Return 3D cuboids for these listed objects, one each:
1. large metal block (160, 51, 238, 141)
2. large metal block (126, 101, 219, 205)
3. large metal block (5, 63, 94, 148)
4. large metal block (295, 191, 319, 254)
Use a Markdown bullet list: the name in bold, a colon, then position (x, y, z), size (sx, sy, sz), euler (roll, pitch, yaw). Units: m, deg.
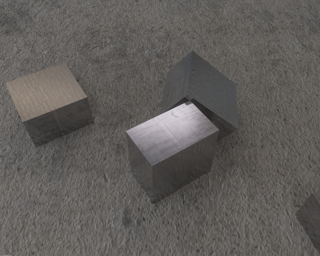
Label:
- **large metal block**: position (0.051, -0.036, 0.393), size (0.080, 0.050, 0.080), euler (31, 45, -24)
- **large metal block**: position (0.013, 0.028, 0.344), size (0.081, 0.080, 0.050), euler (-27, 55, -20)
- **large metal block**: position (-0.146, -0.033, 0.413), size (0.081, 0.050, 0.080), euler (-25, 55, -20)
- **large metal block**: position (0.199, 0.100, 0.304), size (0.081, 0.050, 0.080), euler (-13, 51, -11)
